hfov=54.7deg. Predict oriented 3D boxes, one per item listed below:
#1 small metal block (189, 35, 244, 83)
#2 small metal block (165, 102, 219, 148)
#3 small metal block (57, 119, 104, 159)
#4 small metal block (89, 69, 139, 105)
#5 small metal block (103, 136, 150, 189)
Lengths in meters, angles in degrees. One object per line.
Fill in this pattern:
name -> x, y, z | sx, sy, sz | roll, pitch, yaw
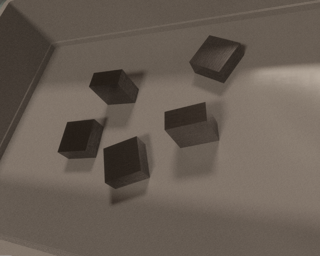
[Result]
small metal block -> 0.077, -0.095, 0.422 | 0.050, 0.025, 0.050 | 29, 77, 37
small metal block -> 0.039, -0.002, 0.370 | 0.050, 0.050, 0.025 | -13, 57, 21
small metal block -> -0.116, 0.017, 0.454 | 0.050, 0.025, 0.050 | -5, 59, 25
small metal block -> -0.067, -0.059, 0.460 | 0.050, 0.050, 0.025 | -2, 61, 27
small metal block -> -0.044, 0.045, 0.400 | 0.050, 0.025, 0.050 | -21, 54, 15
